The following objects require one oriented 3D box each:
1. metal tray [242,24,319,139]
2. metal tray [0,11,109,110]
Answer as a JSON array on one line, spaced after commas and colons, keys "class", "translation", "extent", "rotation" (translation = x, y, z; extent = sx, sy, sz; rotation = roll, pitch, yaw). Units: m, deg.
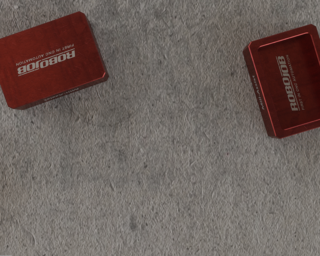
[{"class": "metal tray", "translation": [0.173, -0.060, 0.408], "extent": [0.090, 0.030, 0.129], "rotation": [-17, 90, 0]}, {"class": "metal tray", "translation": [-0.144, -0.086, 0.406], "extent": [0.131, 0.030, 0.090], "rotation": [-19, 90, 0]}]
